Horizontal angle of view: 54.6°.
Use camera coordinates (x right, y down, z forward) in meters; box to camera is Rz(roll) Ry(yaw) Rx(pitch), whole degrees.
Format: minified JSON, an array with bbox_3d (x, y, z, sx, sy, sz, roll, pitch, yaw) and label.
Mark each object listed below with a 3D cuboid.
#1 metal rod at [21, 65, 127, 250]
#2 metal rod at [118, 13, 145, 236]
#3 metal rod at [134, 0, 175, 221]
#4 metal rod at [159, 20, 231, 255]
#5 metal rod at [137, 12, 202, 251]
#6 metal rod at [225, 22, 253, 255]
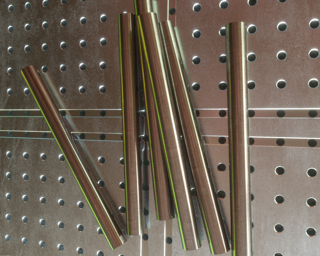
[{"bbox_3d":[-0.131,0.036,0.459,0.025,0.025,0.299,-34,79,17],"label":"metal rod"},{"bbox_3d":[-0.040,-0.006,0.427,0.025,0.025,0.298,-3,89,20],"label":"metal rod"},{"bbox_3d":[-0.008,-0.029,0.415,0.025,0.025,0.298,-7,88,20],"label":"metal rod"},{"bbox_3d":[0.040,0.008,0.398,0.025,0.025,0.299,-15,85,19],"label":"metal rod"},{"bbox_3d":[0.012,0.006,0.394,0.025,0.025,0.298,-11,92,20],"label":"metal rod"},{"bbox_3d":[0.096,0.023,0.378,0.025,0.025,0.298,-2,89,20],"label":"metal rod"}]
